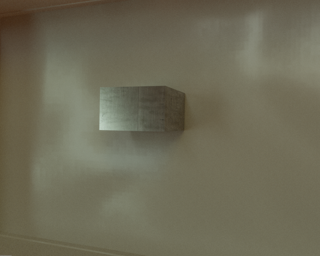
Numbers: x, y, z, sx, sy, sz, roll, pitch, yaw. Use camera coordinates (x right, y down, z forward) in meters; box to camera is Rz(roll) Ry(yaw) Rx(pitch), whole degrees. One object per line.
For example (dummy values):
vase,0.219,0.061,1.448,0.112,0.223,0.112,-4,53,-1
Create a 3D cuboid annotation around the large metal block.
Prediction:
large metal block,-0.019,-0.022,0.386,0.080,0.080,0.050,1,91,20
